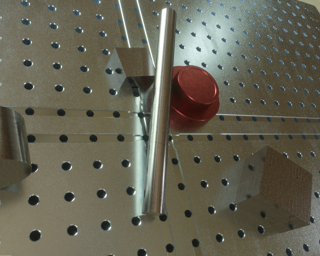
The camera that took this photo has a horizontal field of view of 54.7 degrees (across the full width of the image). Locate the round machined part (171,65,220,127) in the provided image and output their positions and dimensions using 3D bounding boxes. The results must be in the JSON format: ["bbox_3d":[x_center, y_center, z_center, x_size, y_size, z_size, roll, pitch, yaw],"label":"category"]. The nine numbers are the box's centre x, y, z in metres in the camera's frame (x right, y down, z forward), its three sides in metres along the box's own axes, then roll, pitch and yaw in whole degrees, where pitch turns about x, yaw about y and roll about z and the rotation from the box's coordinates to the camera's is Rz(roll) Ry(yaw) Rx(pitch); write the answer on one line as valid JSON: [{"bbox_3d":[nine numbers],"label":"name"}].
[{"bbox_3d":[0.047,-0.054,0.457,0.099,0.042,0.098,14,56,-21],"label":"round machined part"}]

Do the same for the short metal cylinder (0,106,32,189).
[{"bbox_3d":[-0.160,0.021,0.274,0.081,0.080,0.050,-5,64,-31],"label":"short metal cylinder"}]

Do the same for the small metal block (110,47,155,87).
[{"bbox_3d":[-0.038,-0.087,0.443,0.050,0.025,0.050,-9,66,-32],"label":"small metal block"}]

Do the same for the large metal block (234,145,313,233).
[{"bbox_3d":[0.158,0.085,0.428,0.080,0.050,0.080,32,51,-8],"label":"large metal block"}]

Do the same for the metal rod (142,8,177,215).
[{"bbox_3d":[0.003,-0.039,0.410,0.025,0.025,0.299,15,63,-21],"label":"metal rod"}]
